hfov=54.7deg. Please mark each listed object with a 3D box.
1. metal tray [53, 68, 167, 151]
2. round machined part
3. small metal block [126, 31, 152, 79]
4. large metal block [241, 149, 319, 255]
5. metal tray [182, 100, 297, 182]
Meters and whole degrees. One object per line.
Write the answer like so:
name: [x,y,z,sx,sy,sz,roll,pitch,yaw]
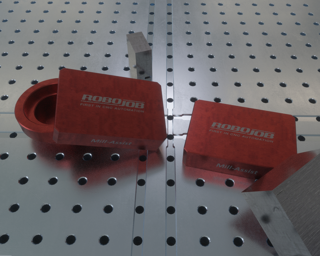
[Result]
metal tray: [-0.061,-0.022,0.386,0.131,0.030,0.090,6,58,-20]
round machined part: [-0.135,-0.019,0.411,0.099,0.042,0.098,0,50,0]
small metal block: [-0.032,-0.114,0.487,0.025,0.050,0.050,-15,52,-12]
large metal block: [0.143,0.076,0.306,0.081,0.050,0.080,-29,87,-22]
metal tray: [0.101,0.015,0.393,0.131,0.030,0.090,10,51,8]
